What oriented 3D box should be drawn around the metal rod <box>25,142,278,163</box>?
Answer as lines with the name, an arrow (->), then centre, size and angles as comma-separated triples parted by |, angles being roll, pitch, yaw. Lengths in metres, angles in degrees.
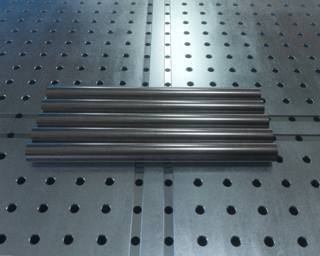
metal rod -> -0.009, 0.030, 0.382 | 0.302, 0.025, 0.025 | 0, 50, -1

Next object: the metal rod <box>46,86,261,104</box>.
metal rod -> -0.009, -0.047, 0.447 | 0.302, 0.025, 0.025 | 0, 50, 0

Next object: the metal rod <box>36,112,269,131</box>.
metal rod -> -0.009, -0.008, 0.414 | 0.302, 0.025, 0.025 | 0, 50, 0

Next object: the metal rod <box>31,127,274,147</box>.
metal rod -> -0.009, 0.012, 0.397 | 0.302, 0.025, 0.025 | 0, 50, 0

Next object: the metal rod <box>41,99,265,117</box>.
metal rod -> -0.009, -0.027, 0.430 | 0.302, 0.025, 0.025 | 0, 50, 0
